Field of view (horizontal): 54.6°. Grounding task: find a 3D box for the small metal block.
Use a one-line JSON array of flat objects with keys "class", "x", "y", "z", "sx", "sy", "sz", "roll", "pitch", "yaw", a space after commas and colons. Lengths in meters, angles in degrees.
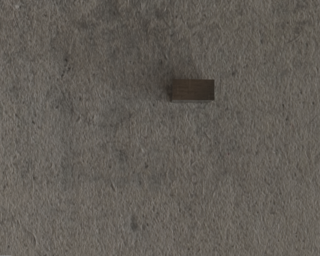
[{"class": "small metal block", "x": 0.040, "y": -0.046, "z": 0.398, "sx": 0.050, "sy": 0.050, "sz": 0.025, "roll": 1, "pitch": 90, "yaw": 0}]
